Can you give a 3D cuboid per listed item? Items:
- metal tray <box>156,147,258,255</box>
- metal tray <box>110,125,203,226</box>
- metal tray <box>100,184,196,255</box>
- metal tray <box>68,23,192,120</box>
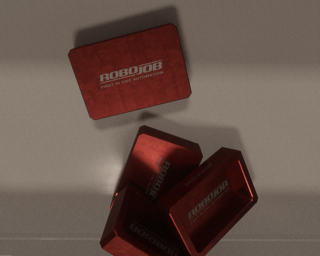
[{"bbox_3d":[0.067,0.096,0.406,0.131,0.030,0.090,-35,113,-26],"label":"metal tray"},{"bbox_3d":[-0.007,0.071,0.435,0.091,0.030,0.129,19,109,-8],"label":"metal tray"},{"bbox_3d":[-0.005,0.140,0.393,0.130,0.090,0.030,37,115,-13],"label":"metal tray"},{"bbox_3d":[-0.034,-0.069,0.383,0.131,0.030,0.089,-13,110,4],"label":"metal tray"}]
